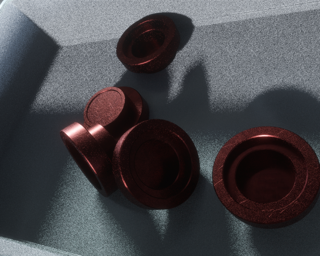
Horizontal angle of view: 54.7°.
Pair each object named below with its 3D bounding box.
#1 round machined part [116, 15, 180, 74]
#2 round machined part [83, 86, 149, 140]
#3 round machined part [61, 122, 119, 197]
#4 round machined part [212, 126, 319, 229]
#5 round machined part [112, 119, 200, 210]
[{"bbox_3d":[-0.014,-0.123,0.476,0.098,0.042,0.098,-13,56,20],"label":"round machined part"},{"bbox_3d":[-0.069,-0.020,0.441,0.098,0.042,0.098,-13,56,20],"label":"round machined part"},{"bbox_3d":[-0.077,0.033,0.382,0.042,0.097,0.098,-35,48,-22],"label":"round machined part"},{"bbox_3d":[0.106,0.050,0.308,0.098,0.042,0.098,-13,56,20],"label":"round machined part"},{"bbox_3d":[-0.007,0.042,0.348,0.042,0.099,0.098,-28,41,58],"label":"round machined part"}]
